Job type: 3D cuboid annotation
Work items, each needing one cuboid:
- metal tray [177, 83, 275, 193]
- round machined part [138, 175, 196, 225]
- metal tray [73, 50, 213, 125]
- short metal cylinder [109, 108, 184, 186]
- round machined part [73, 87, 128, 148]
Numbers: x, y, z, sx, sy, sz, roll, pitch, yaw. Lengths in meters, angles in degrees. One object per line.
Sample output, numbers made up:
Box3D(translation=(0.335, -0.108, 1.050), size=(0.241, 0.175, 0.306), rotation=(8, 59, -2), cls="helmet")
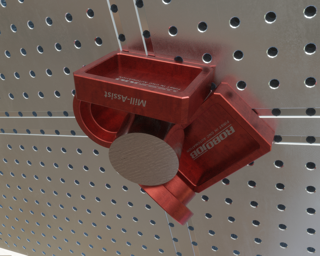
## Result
Box3D(translation=(0.061, 0.018, 0.385), size=(0.090, 0.030, 0.129), rotation=(45, 129, -4), cls="metal tray")
Box3D(translation=(0.010, 0.082, 0.422), size=(0.098, 0.042, 0.098), rotation=(43, 173, 7), cls="round machined part")
Box3D(translation=(-0.016, -0.050, 0.345), size=(0.130, 0.090, 0.030), rotation=(14, 124, 19), cls="metal tray")
Box3D(translation=(-0.014, 0.022, 0.367), size=(0.080, 0.050, 0.079), rotation=(6, 128, 8), cls="short metal cylinder")
Box3D(translation=(-0.064, -0.023, 0.418), size=(0.098, 0.042, 0.097), rotation=(13, 124, 20), cls="round machined part")
